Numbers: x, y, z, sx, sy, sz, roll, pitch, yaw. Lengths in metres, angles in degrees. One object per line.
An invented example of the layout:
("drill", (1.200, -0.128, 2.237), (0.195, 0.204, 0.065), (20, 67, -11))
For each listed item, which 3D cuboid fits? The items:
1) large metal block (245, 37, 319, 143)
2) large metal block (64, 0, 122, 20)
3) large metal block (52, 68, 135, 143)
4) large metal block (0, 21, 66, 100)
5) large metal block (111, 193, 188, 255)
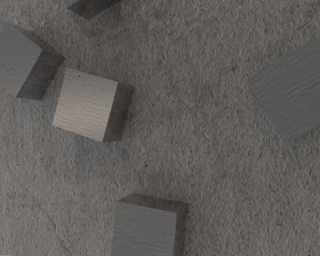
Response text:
("large metal block", (0.153, -0.038, 0.341), (0.080, 0.050, 0.080), (-31, 80, 17))
("large metal block", (-0.095, -0.212, 0.429), (0.080, 0.050, 0.080), (-23, 83, 18))
("large metal block", (-0.091, -0.031, 0.428), (0.080, 0.050, 0.080), (18, 96, 19))
("large metal block", (-0.206, -0.099, 0.468), (0.080, 0.050, 0.080), (38, 102, 16))
("large metal block", (-0.013, 0.135, 0.400), (0.080, 0.050, 0.079), (6, 92, 20))
